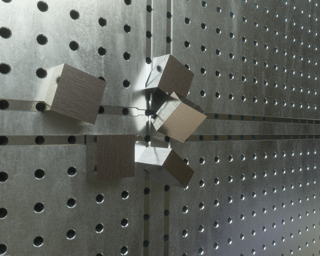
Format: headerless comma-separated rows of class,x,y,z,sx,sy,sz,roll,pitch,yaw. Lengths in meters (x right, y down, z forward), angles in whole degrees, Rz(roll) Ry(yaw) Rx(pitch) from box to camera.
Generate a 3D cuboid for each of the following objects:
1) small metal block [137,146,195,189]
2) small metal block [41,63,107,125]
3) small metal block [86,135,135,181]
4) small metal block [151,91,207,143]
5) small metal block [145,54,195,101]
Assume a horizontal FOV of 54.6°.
small metal block,0.007,0.050,0.398,0.050,0.050,0.025,47,62,-30
small metal block,-0.091,-0.034,0.332,0.050,0.025,0.050,22,77,-38
small metal block,-0.057,0.033,0.361,0.050,0.025,0.050,0,90,-40
small metal block,0.025,-0.013,0.412,0.050,0.025,0.050,25,114,-37
small metal block,0.014,-0.063,0.420,0.050,0.025,0.050,32,70,-35
